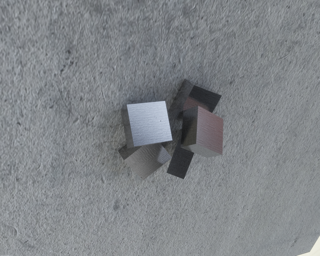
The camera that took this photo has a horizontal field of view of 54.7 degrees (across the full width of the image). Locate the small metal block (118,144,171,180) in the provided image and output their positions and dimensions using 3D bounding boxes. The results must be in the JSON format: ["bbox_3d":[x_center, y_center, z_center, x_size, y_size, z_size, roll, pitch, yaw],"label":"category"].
[{"bbox_3d":[-0.020,0.035,0.421,0.050,0.025,0.050,-38,130,-3],"label":"small metal block"}]

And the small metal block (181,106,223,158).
[{"bbox_3d":[0.054,0.006,0.394,0.050,0.025,0.050,23,62,-37],"label":"small metal block"}]

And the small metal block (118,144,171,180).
[{"bbox_3d":[-0.020,0.035,0.421,0.050,0.025,0.050,-39,129,-3],"label":"small metal block"}]

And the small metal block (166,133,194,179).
[{"bbox_3d":[0.033,0.035,0.430,0.025,0.050,0.050,20,112,4],"label":"small metal block"}]

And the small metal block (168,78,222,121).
[{"bbox_3d":[0.046,-0.033,0.415,0.050,0.025,0.050,15,111,-35],"label":"small metal block"}]

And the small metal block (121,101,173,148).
[{"bbox_3d":[-0.017,-0.004,0.382,0.050,0.025,0.050,-8,84,-25],"label":"small metal block"}]
